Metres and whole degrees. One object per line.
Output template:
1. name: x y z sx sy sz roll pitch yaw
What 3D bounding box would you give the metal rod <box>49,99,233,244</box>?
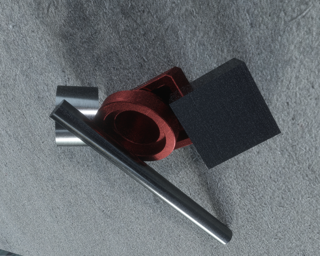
1. metal rod: -0.008 0.069 0.397 0.300 0.025 0.025 41 131 -23

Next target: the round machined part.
1. round machined part: -0.024 -0.007 0.373 0.098 0.042 0.097 11 137 11

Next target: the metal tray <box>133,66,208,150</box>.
1. metal tray: -0.009 -0.012 0.401 0.130 0.030 0.090 -22 107 36

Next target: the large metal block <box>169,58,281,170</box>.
1. large metal block: 0.065 -0.017 0.325 0.080 0.050 0.080 -29 104 10

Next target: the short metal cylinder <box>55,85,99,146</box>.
1. short metal cylinder: -0.109 -0.015 0.410 0.050 0.080 0.079 1 126 -14
